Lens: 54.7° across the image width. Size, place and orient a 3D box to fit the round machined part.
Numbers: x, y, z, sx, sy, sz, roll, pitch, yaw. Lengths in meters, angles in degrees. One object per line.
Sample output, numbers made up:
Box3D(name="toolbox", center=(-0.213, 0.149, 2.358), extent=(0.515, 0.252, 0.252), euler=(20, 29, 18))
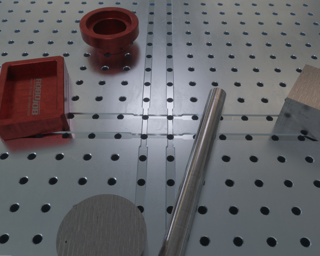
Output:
Box3D(name="round machined part", center=(-0.085, -0.164, 0.534), extent=(0.099, 0.042, 0.098), euler=(0, 50, 0))

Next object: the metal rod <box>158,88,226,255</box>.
Box3D(name="metal rod", center=(0.038, 0.061, 0.356), extent=(0.025, 0.025, 0.300), euler=(14, 51, 11))

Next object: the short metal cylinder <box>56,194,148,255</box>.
Box3D(name="short metal cylinder", center=(-0.052, 0.111, 0.297), extent=(0.081, 0.050, 0.080), euler=(0, 50, 0))

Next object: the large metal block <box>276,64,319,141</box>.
Box3D(name="large metal block", center=(0.217, -0.032, 0.420), extent=(0.080, 0.050, 0.080), euler=(27, 55, 21))

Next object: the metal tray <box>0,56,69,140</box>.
Box3D(name="metal tray", center=(-0.180, -0.048, 0.442), extent=(0.091, 0.030, 0.130), euler=(-9, 51, -8))
